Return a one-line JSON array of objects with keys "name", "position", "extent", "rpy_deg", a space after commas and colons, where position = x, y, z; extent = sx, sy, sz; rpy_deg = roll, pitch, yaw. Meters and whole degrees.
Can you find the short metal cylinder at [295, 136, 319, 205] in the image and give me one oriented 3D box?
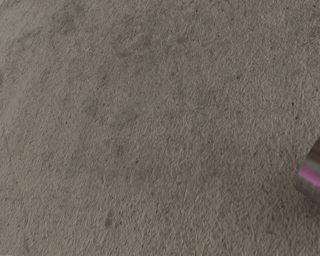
[{"name": "short metal cylinder", "position": [0.162, 0.035, 0.263], "extent": [0.080, 0.080, 0.050], "rpy_deg": [-50, 52, -7]}]
